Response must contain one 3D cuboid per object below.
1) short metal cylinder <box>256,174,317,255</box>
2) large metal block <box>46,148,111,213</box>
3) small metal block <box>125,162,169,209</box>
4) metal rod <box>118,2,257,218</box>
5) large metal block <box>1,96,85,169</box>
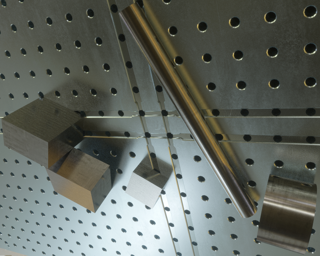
[{"bbox_3d":[0.146,0.098,0.359,0.050,0.080,0.079,11,123,22],"label":"short metal cylinder"},{"bbox_3d":[-0.127,0.082,0.497,0.080,0.050,0.080,24,144,12],"label":"large metal block"},{"bbox_3d":[-0.021,0.089,0.475,0.050,0.025,0.050,29,128,9],"label":"small metal block"},{"bbox_3d":[0.042,-0.011,0.381,0.025,0.025,0.299,-22,107,36],"label":"metal rod"},{"bbox_3d":[-0.173,0.004,0.467,0.080,0.080,0.050,25,127,13],"label":"large metal block"}]
